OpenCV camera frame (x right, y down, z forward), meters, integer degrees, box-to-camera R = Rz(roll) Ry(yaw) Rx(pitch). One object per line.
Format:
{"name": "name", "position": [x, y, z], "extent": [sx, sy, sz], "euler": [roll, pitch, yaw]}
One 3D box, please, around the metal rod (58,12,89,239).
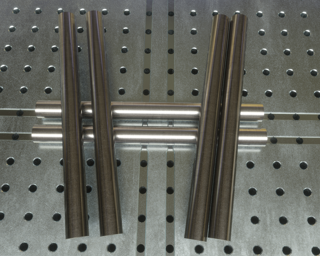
{"name": "metal rod", "position": [-0.112, -0.018, 0.392], "extent": [0.025, 0.025, 0.299], "euler": [-8, 70, -3]}

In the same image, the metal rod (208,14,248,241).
{"name": "metal rod", "position": [0.089, -0.016, 0.392], "extent": [0.025, 0.025, 0.299], "euler": [9, 70, 3]}

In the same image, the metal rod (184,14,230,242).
{"name": "metal rod", "position": [0.063, -0.015, 0.392], "extent": [0.025, 0.025, 0.299], "euler": [9, 70, 3]}

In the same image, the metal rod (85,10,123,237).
{"name": "metal rod", "position": [-0.074, -0.021, 0.393], "extent": [0.025, 0.025, 0.299], "euler": [-7, 70, -3]}

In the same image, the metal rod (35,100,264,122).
{"name": "metal rod", "position": [-0.014, -0.023, 0.421], "extent": [0.302, 0.025, 0.025], "euler": [1, 70, 0]}

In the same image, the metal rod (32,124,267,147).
{"name": "metal rod", "position": [-0.013, 0.010, 0.409], "extent": [0.302, 0.025, 0.025], "euler": [1, 70, 0]}
